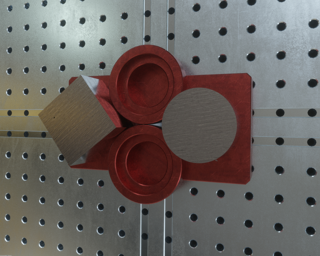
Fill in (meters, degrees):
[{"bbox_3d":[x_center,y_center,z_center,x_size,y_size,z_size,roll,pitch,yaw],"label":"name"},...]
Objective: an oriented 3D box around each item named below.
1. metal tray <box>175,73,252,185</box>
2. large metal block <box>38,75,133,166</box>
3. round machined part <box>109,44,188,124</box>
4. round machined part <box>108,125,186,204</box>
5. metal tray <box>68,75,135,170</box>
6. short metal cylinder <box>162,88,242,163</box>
[{"bbox_3d":[0.067,0.000,0.384,0.090,0.030,0.129,1,90,19],"label":"metal tray"},{"bbox_3d":[-0.095,-0.009,0.400,0.080,0.050,0.080,-38,78,16],"label":"large metal block"},{"bbox_3d":[-0.012,-0.054,0.398,0.098,0.042,0.097,0,90,20],"label":"round machined part"},{"bbox_3d":[-0.014,0.045,0.398,0.098,0.042,0.097,0,90,20],"label":"round machined part"},{"bbox_3d":[-0.083,-0.007,0.439,0.090,0.030,0.129,1,90,18],"label":"metal tray"},{"bbox_3d":[0.048,-0.003,0.349,0.080,0.050,0.079,0,90,20],"label":"short metal cylinder"}]
